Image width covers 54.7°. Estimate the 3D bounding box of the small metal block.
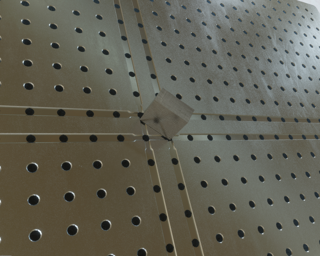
[{"bbox_3d":[0.009,-0.017,0.409,0.050,0.050,0.025,35,51,-6],"label":"small metal block"}]
